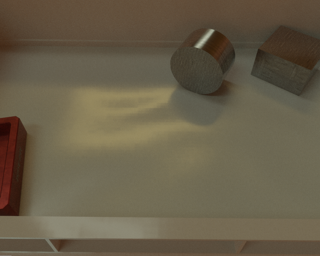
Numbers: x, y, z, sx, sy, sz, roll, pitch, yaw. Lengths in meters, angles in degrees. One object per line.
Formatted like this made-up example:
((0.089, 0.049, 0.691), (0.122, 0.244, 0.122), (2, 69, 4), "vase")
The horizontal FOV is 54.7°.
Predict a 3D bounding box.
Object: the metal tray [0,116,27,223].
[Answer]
((-0.210, 0.048, 0.358), (0.091, 0.030, 0.130), (-8, 51, -8), "metal tray")

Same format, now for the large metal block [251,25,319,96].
((0.201, -0.106, 0.481), (0.080, 0.050, 0.080), (31, 56, 23), "large metal block")

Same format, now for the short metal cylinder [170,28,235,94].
((0.062, -0.096, 0.451), (0.080, 0.080, 0.050), (22, 54, 17), "short metal cylinder")
